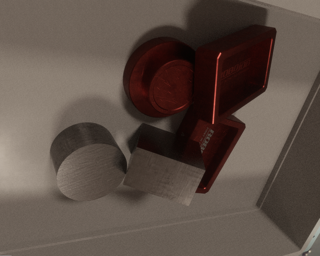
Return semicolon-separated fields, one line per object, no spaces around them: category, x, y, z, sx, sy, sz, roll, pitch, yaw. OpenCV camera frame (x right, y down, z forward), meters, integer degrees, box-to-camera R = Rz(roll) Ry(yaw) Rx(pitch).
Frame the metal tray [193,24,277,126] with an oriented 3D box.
metal tray;0.095;-0.069;0.386;0.131;0.030;0.089;-30;132;-37

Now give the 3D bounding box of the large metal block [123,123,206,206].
large metal block;0.005;0.042;0.384;0.080;0.080;0.050;19;110;-6

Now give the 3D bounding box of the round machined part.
round machined part;0.009;-0.055;0.370;0.099;0.042;0.097;-14;124;-21

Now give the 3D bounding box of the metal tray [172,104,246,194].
metal tray;0.060;0.035;0.461;0.091;0.030;0.129;13;112;-34

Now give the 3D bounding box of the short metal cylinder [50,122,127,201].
short metal cylinder;-0.086;0.040;0.371;0.081;0.050;0.079;-14;124;-21
